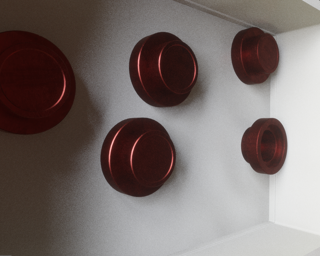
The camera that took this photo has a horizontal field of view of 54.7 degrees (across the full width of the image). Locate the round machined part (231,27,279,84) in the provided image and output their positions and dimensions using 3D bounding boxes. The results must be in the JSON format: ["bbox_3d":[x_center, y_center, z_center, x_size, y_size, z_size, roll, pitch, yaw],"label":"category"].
[{"bbox_3d":[0.171,-0.126,0.538,0.099,0.042,0.097,0,90,-40],"label":"round machined part"}]

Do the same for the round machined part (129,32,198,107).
[{"bbox_3d":[0.012,-0.076,0.405,0.099,0.042,0.097,0,90,-40],"label":"round machined part"}]

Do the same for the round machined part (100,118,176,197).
[{"bbox_3d":[-0.019,0.036,0.379,0.099,0.042,0.097,0,90,-40],"label":"round machined part"}]

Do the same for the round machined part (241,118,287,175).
[{"bbox_3d":[0.180,0.031,0.547,0.099,0.042,0.097,0,90,-40],"label":"round machined part"}]

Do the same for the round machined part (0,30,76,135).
[{"bbox_3d":[-0.125,-0.042,0.291,0.099,0.042,0.097,0,90,-40],"label":"round machined part"}]
